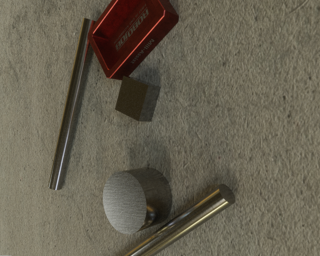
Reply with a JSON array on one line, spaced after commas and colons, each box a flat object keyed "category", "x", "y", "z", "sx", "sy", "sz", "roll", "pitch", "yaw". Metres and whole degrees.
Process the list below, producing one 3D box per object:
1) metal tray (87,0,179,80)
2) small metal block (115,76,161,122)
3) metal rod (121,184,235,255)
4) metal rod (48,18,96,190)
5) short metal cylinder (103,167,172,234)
[{"category": "metal tray", "x": -0.043, "y": -0.141, "z": 0.437, "sx": 0.129, "sy": 0.030, "sz": 0.090, "roll": -41, "pitch": 65, "yaw": 32}, {"category": "small metal block", "x": -0.031, "y": -0.041, "z": 0.431, "sx": 0.050, "sy": 0.025, "sz": 0.050, "roll": 26, "pitch": 107, "yaw": 37}, {"category": "metal rod", "x": -0.017, "y": 0.163, "z": 0.418, "sx": 0.299, "sy": 0.025, "sz": 0.025, "roll": -45, "pitch": 63, "yaw": 30}, {"category": "metal rod", "x": -0.150, "y": -0.033, "z": 0.529, "sx": 0.025, "sy": 0.025, "sz": 0.298, "roll": 26, "pitch": 106, "yaw": 37}, {"category": "short metal cylinder", "x": -0.031, "y": 0.095, "z": 0.414, "sx": 0.080, "sy": 0.050, "sz": 0.079, "roll": 0, "pitch": 90, "yaw": 40}]
